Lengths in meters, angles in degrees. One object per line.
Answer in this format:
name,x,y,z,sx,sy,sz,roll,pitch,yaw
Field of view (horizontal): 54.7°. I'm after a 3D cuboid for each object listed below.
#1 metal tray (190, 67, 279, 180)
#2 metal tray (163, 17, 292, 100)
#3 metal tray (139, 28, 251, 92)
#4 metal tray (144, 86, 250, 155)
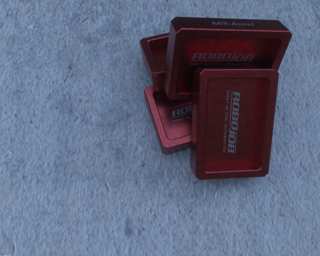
metal tray,0.085,-0.005,0.366,0.091,0.030,0.129,-2,106,-7
metal tray,0.074,-0.079,0.361,0.131,0.089,0.030,-2,42,-11
metal tray,0.045,-0.101,0.422,0.131,0.030,0.090,-14,45,-5
metal tray,0.053,-0.026,0.415,0.131,0.030,0.090,-16,71,-6
